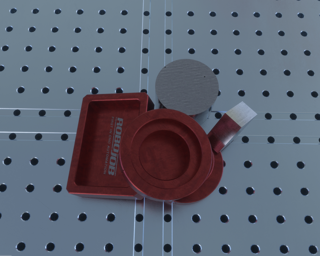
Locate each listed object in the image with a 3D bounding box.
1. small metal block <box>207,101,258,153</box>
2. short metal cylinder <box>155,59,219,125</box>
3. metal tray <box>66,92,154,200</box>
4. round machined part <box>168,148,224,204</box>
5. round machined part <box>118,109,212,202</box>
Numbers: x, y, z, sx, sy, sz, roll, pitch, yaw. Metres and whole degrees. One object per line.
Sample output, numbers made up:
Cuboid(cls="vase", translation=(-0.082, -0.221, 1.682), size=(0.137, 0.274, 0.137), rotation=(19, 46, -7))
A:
Cuboid(cls="small metal block", translation=(0.089, -0.001, 0.390), size=(0.025, 0.050, 0.050), rotation=(45, 41, 14))
Cuboid(cls="short metal cylinder", translation=(0.034, -0.045, 0.415), size=(0.081, 0.050, 0.080), rotation=(0, 70, 0))
Cuboid(cls="metal tray", translation=(-0.059, 0.021, 0.389), size=(0.090, 0.030, 0.130), rotation=(-1, 69, 15))
Cuboid(cls="round machined part", translation=(0.030, 0.044, 0.386), size=(0.099, 0.042, 0.098), rotation=(0, 70, -1))
Cuboid(cls="round machined part", translation=(0.003, 0.031, 0.341), size=(0.099, 0.042, 0.098), rotation=(3, 71, -10))
